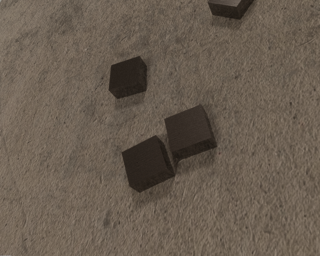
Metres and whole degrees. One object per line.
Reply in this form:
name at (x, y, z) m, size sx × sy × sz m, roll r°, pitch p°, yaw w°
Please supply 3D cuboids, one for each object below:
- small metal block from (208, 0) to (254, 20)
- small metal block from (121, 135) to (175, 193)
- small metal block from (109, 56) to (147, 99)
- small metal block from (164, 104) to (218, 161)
small metal block at (0.109, -0.194, 0.465) m, size 0.050 × 0.025 × 0.050 m, roll 27°, pitch 76°, yaw 36°
small metal block at (-0.015, 0.044, 0.383) m, size 0.050 × 0.025 × 0.050 m, roll -27°, pitch 53°, yaw 10°
small metal block at (-0.049, -0.077, 0.475) m, size 0.050 × 0.025 × 0.050 m, roll -13°, pitch 56°, yaw 20°
small metal block at (0.037, 0.006, 0.380) m, size 0.050 × 0.025 × 0.050 m, roll -22°, pitch 54°, yaw 15°
